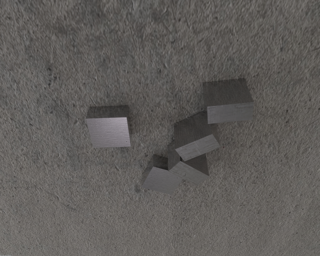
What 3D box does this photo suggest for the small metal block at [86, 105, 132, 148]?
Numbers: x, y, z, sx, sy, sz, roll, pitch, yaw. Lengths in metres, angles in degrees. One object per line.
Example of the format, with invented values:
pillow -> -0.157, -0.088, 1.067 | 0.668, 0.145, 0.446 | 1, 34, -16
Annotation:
small metal block -> -0.065, -0.001, 0.405 | 0.050, 0.025, 0.050 | -2, 130, 1

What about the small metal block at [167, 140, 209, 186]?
small metal block -> 0.038, 0.045, 0.429 | 0.050, 0.050, 0.025 | 30, 124, -23

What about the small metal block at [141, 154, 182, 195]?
small metal block -> 0.004, 0.071, 0.468 | 0.050, 0.025, 0.050 | 17, 128, -14

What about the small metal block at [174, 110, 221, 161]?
small metal block -> 0.046, 0.009, 0.399 | 0.050, 0.050, 0.025 | -24, 126, 19

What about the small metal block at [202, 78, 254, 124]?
small metal block -> 0.078, -0.033, 0.364 | 0.050, 0.050, 0.025 | -6, 130, 4
